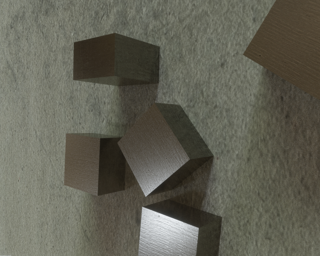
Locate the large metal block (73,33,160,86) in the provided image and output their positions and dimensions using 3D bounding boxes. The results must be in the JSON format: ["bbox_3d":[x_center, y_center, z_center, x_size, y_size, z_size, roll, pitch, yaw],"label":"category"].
[{"bbox_3d":[-0.058,-0.087,0.414,0.080,0.081,0.050,3,92,39],"label":"large metal block"}]

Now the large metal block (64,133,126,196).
[{"bbox_3d":[-0.098,0.051,0.467,0.080,0.050,0.079,5,93,39],"label":"large metal block"}]

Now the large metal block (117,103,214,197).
[{"bbox_3d":[0.004,0.026,0.383,0.080,0.050,0.080,-45,63,30],"label":"large metal block"}]

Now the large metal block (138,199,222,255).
[{"bbox_3d":[0.022,0.139,0.369,0.080,0.050,0.079,8,95,39],"label":"large metal block"}]

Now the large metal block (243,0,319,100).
[{"bbox_3d":[0.137,-0.078,0.275,0.080,0.050,0.080,43,115,31],"label":"large metal block"}]
